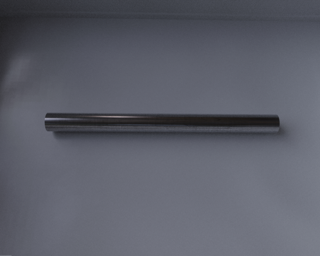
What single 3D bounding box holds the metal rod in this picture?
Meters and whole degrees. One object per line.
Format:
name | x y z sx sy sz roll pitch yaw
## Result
metal rod | 0.003 -0.007 0.410 0.302 0.025 0.025 0 70 -1
